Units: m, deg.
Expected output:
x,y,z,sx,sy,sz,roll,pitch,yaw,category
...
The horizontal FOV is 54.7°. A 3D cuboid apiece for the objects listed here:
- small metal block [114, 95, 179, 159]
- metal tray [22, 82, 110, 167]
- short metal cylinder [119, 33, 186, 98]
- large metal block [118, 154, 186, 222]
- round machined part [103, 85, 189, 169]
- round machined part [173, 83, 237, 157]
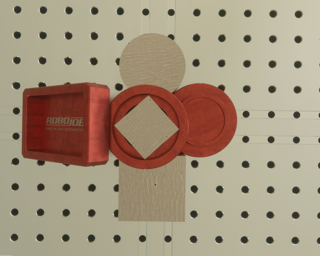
x,y,z,sx,sy,sz,roll,pitch,yaw,category
-0.015,-0.001,0.351,0.050,0.025,0.050,-42,90,0,small metal block
-0.117,-0.005,0.374,0.130,0.030,0.089,1,90,37,metal tray
-0.009,-0.075,0.400,0.081,0.050,0.080,0,90,0,short metal cylinder
-0.009,0.073,0.398,0.081,0.050,0.080,1,90,0,large metal block
-0.016,-0.001,0.376,0.099,0.042,0.097,0,90,0,round machined part
0.052,-0.010,0.404,0.099,0.042,0.097,0,90,0,round machined part
